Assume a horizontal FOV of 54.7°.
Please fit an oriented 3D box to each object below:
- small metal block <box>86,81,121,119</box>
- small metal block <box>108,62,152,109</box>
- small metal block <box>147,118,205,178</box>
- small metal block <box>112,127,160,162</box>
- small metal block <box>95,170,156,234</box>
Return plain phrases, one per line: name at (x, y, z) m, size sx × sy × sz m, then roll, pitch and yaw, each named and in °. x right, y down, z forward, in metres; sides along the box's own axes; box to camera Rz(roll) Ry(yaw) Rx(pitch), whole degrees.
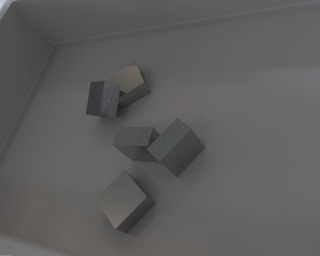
small metal block at (-0.084, -0.041, 0.453) m, size 0.050 × 0.025 × 0.050 m, roll 8°, pitch 90°, yaw 55°
small metal block at (-0.046, -0.065, 0.470) m, size 0.050 × 0.025 × 0.050 m, roll -30°, pitch 52°, yaw 9°
small metal block at (0.020, 0.024, 0.364) m, size 0.050 × 0.050 × 0.025 m, roll -46°, pitch 51°, yaw -4°
small metal block at (-0.023, 0.021, 0.389) m, size 0.050 × 0.050 × 0.025 m, roll 0°, pitch 62°, yaw 28°
small metal block at (-0.042, 0.088, 0.374) m, size 0.050 × 0.025 × 0.050 m, roll -45°, pitch 51°, yaw -4°
